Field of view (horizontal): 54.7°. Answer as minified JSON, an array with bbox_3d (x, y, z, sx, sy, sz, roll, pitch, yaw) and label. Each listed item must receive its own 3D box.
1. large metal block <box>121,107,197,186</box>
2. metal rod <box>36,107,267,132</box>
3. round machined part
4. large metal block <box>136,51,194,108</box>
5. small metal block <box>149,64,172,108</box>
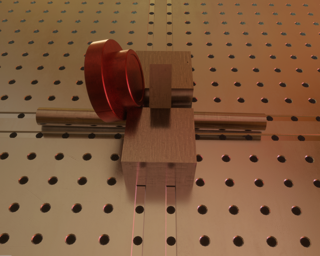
[{"bbox_3d":[0.000,0.022,0.373,0.080,0.050,0.080,1,50,1],"label":"large metal block"},{"bbox_3d":[-0.012,-0.011,0.417,0.302,0.025,0.025,2,50,1],"label":"metal rod"},{"bbox_3d":[-0.048,-0.057,0.370,0.042,0.098,0.098,-6,49,14],"label":"round machined part"},{"bbox_3d":[0.004,-0.066,0.447,0.081,0.050,0.080,1,50,0],"label":"large metal block"},{"bbox_3d":[0.001,-0.050,0.376,0.025,0.050,0.050,1,6,0],"label":"small metal block"}]
